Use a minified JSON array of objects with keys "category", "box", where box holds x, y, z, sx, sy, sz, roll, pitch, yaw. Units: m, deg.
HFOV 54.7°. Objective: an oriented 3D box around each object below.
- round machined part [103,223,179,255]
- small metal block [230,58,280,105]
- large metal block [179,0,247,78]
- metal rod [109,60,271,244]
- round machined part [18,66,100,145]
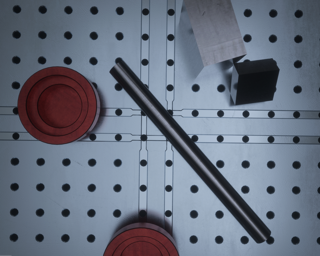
[{"category":"round machined part","box":[-0.023,0.172,0.405,0.099,0.042,0.097,0,90,0]},{"category":"small metal block","box":[0.121,-0.059,0.400,0.050,0.050,0.025,-8,46,0]},{"category":"large metal block","box":[0.062,-0.114,0.386,0.050,0.080,0.080,-17,90,0]},{"category":"metal rod","box":[0.040,0.032,0.413,0.025,0.025,0.300,-41,90,0]},{"category":"round machined part","box":[-0.127,-0.028,0.404,0.099,0.042,0.097,0,90,0]}]
